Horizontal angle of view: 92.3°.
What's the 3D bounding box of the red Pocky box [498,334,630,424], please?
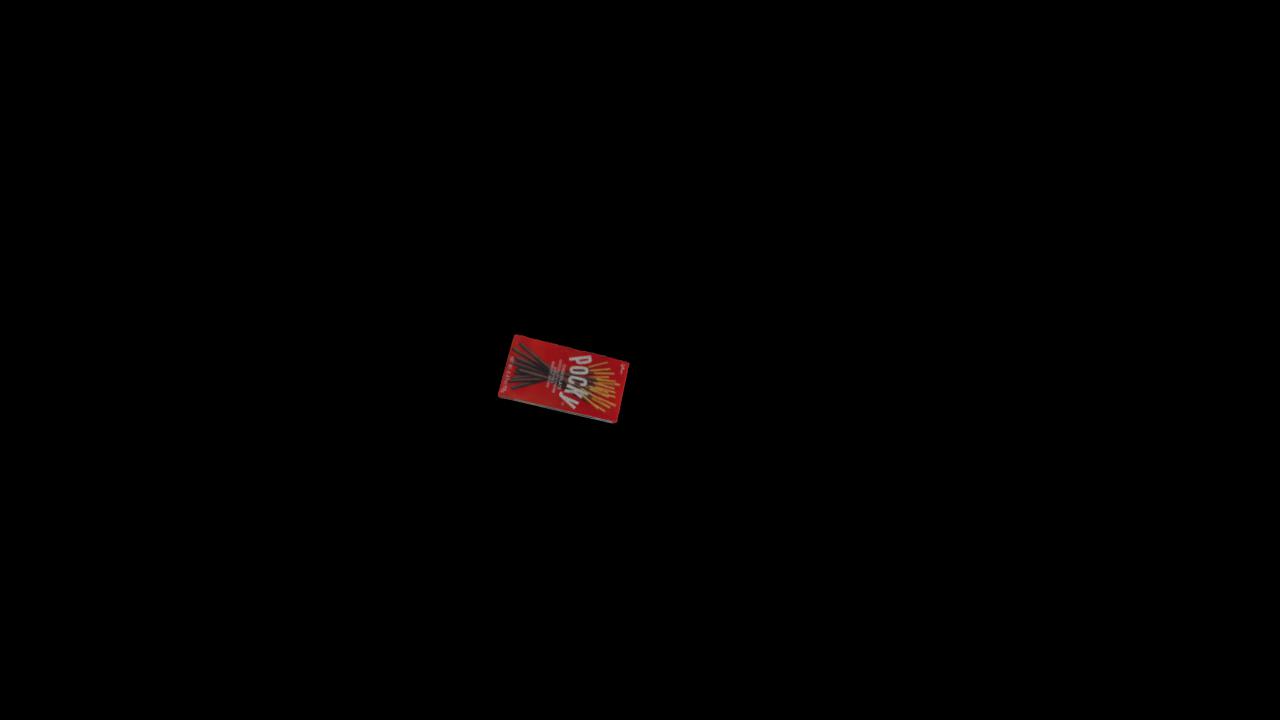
[{"bbox_3d":[-0.095,0.025,0.785,0.155,0.083,0.028,14,-16,-10],"label":"red Pocky box"}]
